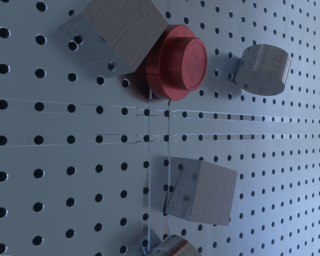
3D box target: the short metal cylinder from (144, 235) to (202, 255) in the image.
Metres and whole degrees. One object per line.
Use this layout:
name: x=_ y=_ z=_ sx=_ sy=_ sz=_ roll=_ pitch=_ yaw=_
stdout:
short metal cylinder: x=0.017 y=0.183 z=0.388 sx=0.050 sy=0.080 sz=0.080 roll=-27 pitch=107 yaw=-37

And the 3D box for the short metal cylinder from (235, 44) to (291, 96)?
short metal cylinder: x=0.172 y=-0.095 z=0.517 sx=0.080 sy=0.080 sz=0.050 roll=32 pitch=71 yaw=-36

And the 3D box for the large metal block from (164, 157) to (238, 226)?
large metal block: x=0.060 y=0.091 z=0.444 sx=0.080 sy=0.050 sz=0.080 roll=21 pitch=77 yaw=-38

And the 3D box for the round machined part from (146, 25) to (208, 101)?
round machined part: x=0.028 y=-0.083 z=0.402 sx=0.099 sy=0.042 sz=0.097 roll=-24 pitch=120 yaw=-51

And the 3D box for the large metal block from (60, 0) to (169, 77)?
large metal block: x=-0.049 y=-0.117 z=0.351 sx=0.080 sy=0.050 sz=0.080 roll=46 pitch=63 yaw=-30
